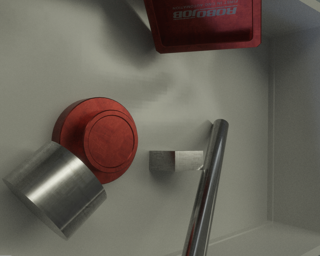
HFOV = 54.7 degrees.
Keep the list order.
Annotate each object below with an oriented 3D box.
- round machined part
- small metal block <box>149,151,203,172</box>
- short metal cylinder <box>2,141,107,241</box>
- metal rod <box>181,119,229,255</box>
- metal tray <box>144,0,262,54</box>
[{"bbox_3d":[-0.064,0.014,0.344,0.099,0.042,0.097,0,90,-41],"label":"round machined part"},{"bbox_3d":[0.021,0.043,0.410,0.050,0.050,0.025,3,85,-40],"label":"small metal block"},{"bbox_3d":[-0.097,0.058,0.291,0.050,0.080,0.080,-47,118,-30],"label":"short metal cylinder"},{"bbox_3d":[0.057,0.086,0.380,0.025,0.025,0.301,57,34,-25],"label":"metal rod"},{"bbox_3d":[0.052,-0.139,0.367,0.030,0.130,0.090,-73,156,-43],"label":"metal tray"}]
